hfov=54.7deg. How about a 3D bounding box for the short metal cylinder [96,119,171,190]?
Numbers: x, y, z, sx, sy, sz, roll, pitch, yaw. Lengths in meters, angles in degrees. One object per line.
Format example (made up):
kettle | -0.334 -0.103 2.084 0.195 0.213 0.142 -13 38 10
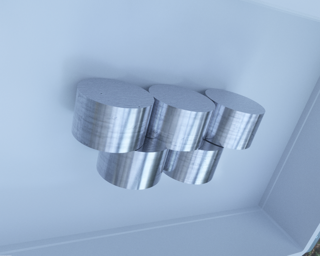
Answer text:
short metal cylinder | -0.032 0.029 0.371 0.081 0.080 0.050 1 118 -29

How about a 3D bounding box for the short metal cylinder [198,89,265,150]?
short metal cylinder | 0.091 -0.013 0.412 0.081 0.080 0.050 2 118 -29

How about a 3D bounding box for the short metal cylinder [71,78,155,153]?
short metal cylinder | -0.051 -0.016 0.333 0.081 0.080 0.050 1 118 -29

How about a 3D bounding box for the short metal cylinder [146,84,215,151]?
short metal cylinder | 0.020 -0.014 0.373 0.081 0.080 0.050 1 118 -29

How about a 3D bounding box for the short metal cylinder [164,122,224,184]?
short metal cylinder | 0.040 0.030 0.411 0.081 0.080 0.050 1 118 -29
